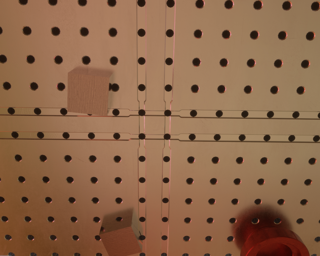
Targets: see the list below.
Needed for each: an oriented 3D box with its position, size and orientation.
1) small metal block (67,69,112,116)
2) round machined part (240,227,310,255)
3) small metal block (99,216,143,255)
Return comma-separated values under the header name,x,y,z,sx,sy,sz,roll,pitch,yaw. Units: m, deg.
name,x,y,z,sx,sy,sz,roll,pitch,yaw
small metal block,-0.089,-0.045,0.396,0.050,0.025,0.050,6,110,-3
round machined part,0.173,0.193,0.478,0.099,0.042,0.097,0,110,-1
small metal block,-0.059,0.169,0.475,0.050,0.025,0.050,-16,110,5
